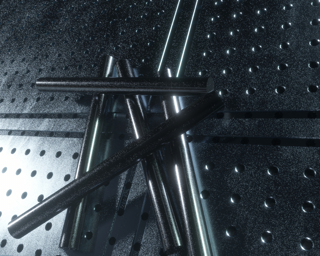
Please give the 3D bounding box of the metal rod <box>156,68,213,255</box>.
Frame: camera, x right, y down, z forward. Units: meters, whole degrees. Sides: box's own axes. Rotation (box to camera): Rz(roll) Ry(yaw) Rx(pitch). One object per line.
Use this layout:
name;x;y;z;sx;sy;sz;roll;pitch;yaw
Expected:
metal rod;0.027;0.044;0.366;0.025;0.025;0.299;-20;54;16

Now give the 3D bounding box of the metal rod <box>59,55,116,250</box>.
metal rod;-0.098;0.016;0.447;0.025;0.025;0.299;-9;58;23

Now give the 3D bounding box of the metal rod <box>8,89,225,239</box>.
metal rod;-0.057;0.047;0.375;0.300;0.025;0.025;-33;52;6

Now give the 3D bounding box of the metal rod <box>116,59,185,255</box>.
metal rod;-0.021;0.012;0.410;0.025;0.025;0.299;-27;52;11

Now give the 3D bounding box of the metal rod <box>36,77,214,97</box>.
metal rod;-0.069;-0.061;0.448;0.300;0.025;0.025;5;64;30
